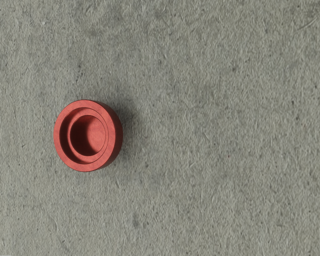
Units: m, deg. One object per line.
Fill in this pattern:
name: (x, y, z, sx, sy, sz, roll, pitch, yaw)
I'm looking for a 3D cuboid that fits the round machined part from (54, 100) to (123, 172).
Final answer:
round machined part: (-0.095, 0.010, 0.434, 0.098, 0.042, 0.097, 0, 90, 20)
